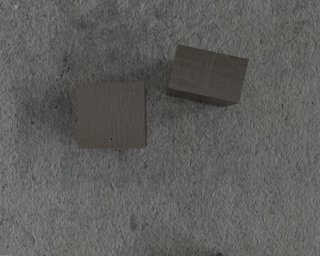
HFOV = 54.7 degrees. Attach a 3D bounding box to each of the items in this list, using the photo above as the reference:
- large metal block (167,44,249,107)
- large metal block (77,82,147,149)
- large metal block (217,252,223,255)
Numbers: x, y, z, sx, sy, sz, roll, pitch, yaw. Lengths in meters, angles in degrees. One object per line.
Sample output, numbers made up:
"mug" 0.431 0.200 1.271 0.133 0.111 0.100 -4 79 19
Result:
"large metal block" 0.054 -0.061 0.383 0.080 0.080 0.050 12 90 0
"large metal block" -0.059 -0.015 0.397 0.081 0.050 0.080 0 90 0
"large metal block" 0.084 0.226 0.398 0.080 0.050 0.080 43 90 0
